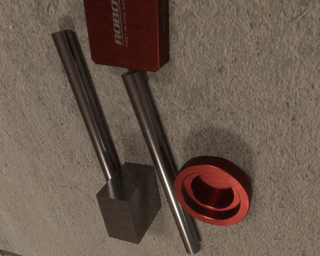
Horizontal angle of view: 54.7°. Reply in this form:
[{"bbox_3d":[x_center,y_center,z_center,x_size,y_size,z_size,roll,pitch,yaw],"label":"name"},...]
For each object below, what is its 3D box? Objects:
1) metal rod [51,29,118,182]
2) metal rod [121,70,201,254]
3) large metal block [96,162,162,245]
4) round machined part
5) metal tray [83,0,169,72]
[{"bbox_3d":[-0.093,0.008,0.458,0.025,0.025,0.298,0,119,28],"label":"metal rod"},{"bbox_3d":[0.008,0.062,0.439,0.025,0.025,0.298,-5,116,30],"label":"metal rod"},{"bbox_3d":[-0.042,0.109,0.459,0.050,0.080,0.079,5,121,25],"label":"large metal block"},{"bbox_3d":[0.071,0.076,0.405,0.098,0.042,0.097,13,124,20],"label":"round machined part"},{"bbox_3d":[-0.038,-0.132,0.340,0.090,0.030,0.129,12,124,21],"label":"metal tray"}]
